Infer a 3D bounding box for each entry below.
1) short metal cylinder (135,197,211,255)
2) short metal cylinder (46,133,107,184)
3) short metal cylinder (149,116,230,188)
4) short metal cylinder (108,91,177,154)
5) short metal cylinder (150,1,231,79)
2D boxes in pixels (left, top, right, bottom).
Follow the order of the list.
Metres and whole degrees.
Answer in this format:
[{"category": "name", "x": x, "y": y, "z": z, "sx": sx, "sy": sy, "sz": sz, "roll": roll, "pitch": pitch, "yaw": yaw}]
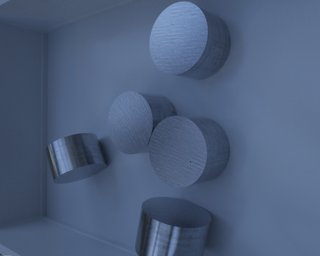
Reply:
[{"category": "short metal cylinder", "x": 0.015, "y": 0.119, "z": 0.359, "sx": 0.080, "sy": 0.081, "sz": 0.050, "roll": 17, "pitch": 101, "yaw": 39}, {"category": "short metal cylinder", "x": -0.129, "y": 0.048, "z": 0.478, "sx": 0.080, "sy": 0.081, "sz": 0.050, "roll": -34, "pitch": 69, "yaw": 35}, {"category": "short metal cylinder", "x": 0.034, "y": 0.026, "z": 0.363, "sx": 0.080, "sy": 0.050, "sz": 0.080, "roll": 0, "pitch": 90, "yaw": 40}, {"category": "short metal cylinder", "x": -0.023, "y": -0.007, "z": 0.410, "sx": 0.080, "sy": 0.050, "sz": 0.080, "roll": 0, "pitch": 90, "yaw": 40}, {"category": "short metal cylinder", "x": 0.035, "y": -0.099, "z": 0.362, "sx": 0.080, "sy": 0.050, "sz": 0.080, "roll": 0, "pitch": 90, "yaw": 40}]
